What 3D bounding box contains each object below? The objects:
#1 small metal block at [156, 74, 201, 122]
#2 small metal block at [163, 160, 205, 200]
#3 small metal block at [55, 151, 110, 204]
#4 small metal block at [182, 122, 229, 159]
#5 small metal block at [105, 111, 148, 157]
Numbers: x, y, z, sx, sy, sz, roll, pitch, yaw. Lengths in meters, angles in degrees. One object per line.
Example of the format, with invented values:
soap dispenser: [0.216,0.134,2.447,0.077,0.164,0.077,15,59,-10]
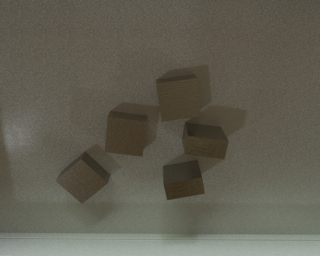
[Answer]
small metal block: [0.024,-0.039,0.397,0.050,0.025,0.050,-8,110,2]
small metal block: [0.032,0.070,0.424,0.050,0.050,0.025,-11,110,3]
small metal block: [-0.107,0.070,0.436,0.050,0.025,0.050,-40,106,13]
small metal block: [0.057,0.016,0.405,0.050,0.050,0.025,8,110,-3]
small metal block: [-0.045,0.008,0.414,0.050,0.025,0.050,7,110,-3]
